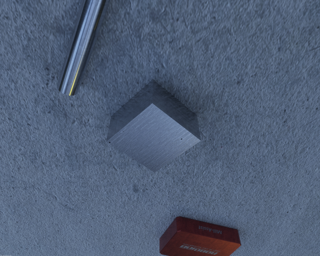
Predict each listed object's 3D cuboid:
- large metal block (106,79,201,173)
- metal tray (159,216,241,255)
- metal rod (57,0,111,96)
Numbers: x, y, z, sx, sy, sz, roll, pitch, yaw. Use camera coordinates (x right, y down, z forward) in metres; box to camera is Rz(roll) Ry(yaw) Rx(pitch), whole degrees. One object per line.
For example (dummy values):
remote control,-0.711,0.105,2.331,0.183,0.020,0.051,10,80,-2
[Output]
large metal block,-0.008,0.000,0.391,0.080,0.050,0.080,37,121,-27
metal tray,0.075,0.217,0.590,0.131,0.030,0.089,17,128,-15
metal rod,-0.046,-0.150,0.278,0.025,0.025,0.298,19,127,-16
